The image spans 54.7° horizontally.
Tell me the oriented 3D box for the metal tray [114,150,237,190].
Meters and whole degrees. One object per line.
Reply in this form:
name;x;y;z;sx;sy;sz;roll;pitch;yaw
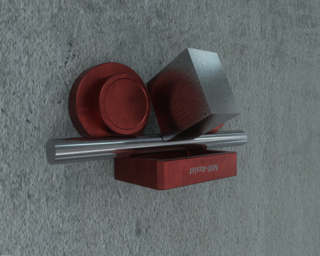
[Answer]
metal tray;0.021;0.046;0.384;0.131;0.090;0.030;-2;91;-40

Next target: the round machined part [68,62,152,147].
round machined part;-0.049;-0.026;0.353;0.099;0.042;0.097;0;90;-40

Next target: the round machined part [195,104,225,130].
round machined part;0.062;-0.031;0.448;0.099;0.042;0.097;0;90;-40

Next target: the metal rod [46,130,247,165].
metal rod;0.012;0.019;0.391;0.302;0.025;0.025;-2;91;-40

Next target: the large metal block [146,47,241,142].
large metal block;0.036;-0.036;0.368;0.050;0.080;0.080;-3;68;-41
